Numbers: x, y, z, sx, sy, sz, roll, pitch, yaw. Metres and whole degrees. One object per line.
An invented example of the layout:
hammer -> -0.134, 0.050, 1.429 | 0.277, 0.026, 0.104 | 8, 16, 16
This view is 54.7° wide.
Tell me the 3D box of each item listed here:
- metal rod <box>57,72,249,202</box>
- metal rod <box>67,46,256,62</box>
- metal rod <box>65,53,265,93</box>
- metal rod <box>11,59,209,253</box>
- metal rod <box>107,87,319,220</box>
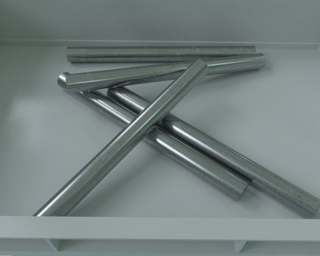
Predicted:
metal rod -> -0.025, 0.000, 0.404 | 0.300, 0.025, 0.025 | 31, 57, 23
metal rod -> 0.003, -0.121, 0.506 | 0.302, 0.025, 0.025 | -1, 50, -1
metal rod -> 0.019, -0.083, 0.454 | 0.302, 0.025, 0.025 | -10, 51, -17
metal rod -> -0.041, 0.016, 0.363 | 0.025, 0.025, 0.301 | 34, 65, 24
metal rod -> 0.050, 0.017, 0.391 | 0.300, 0.025, 0.025 | 31, 57, 23
